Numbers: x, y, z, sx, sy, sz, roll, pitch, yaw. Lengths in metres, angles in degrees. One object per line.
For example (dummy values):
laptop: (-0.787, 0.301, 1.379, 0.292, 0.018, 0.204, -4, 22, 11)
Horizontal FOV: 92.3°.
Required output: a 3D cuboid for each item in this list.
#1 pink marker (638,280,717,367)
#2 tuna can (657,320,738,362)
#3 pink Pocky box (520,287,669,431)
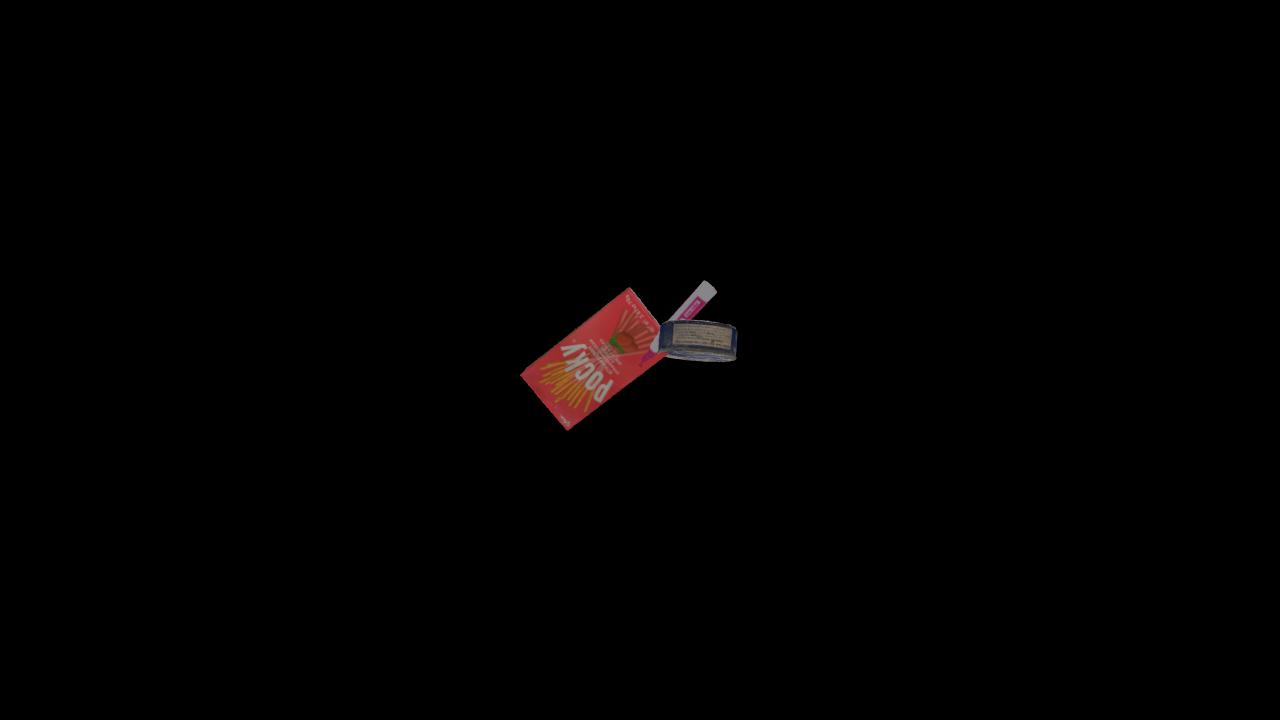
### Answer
pink marker: (0.034, -0.034, 0.655, 0.121, 0.020, 0.020, -47, -19, 19)
tuna can: (0.061, -0.020, 0.653, 0.084, 0.034, 0.084, 5, -6, 1)
pink Pocky box: (-0.046, 0.000, 0.676, 0.155, 0.084, 0.029, -37, 9, 8)
